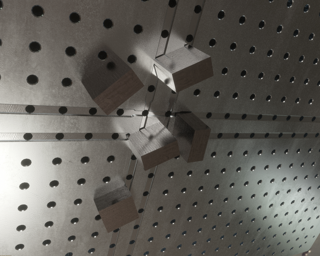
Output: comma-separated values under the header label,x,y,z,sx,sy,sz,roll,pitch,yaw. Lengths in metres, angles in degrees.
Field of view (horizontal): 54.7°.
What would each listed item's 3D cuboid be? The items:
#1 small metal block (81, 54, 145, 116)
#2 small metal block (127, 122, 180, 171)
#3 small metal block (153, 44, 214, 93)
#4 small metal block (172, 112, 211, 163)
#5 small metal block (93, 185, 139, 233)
label,x,y,z,sx,sy,sz,roll,pitch,yaw
small metal block,-0.052,-0.048,0.338,0.050,0.050,0.025,-39,130,-2
small metal block,-0.009,0.023,0.406,0.050,0.050,0.025,-23,127,-15
small metal block,0.027,-0.072,0.367,0.050,0.050,0.025,-26,128,-13
small metal block,0.041,0.012,0.427,0.025,0.050,0.050,-5,121,-27
small metal block,-0.063,0.118,0.452,0.050,0.025,0.050,-23,127,-15
